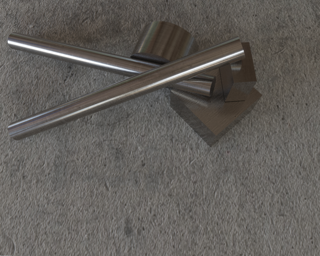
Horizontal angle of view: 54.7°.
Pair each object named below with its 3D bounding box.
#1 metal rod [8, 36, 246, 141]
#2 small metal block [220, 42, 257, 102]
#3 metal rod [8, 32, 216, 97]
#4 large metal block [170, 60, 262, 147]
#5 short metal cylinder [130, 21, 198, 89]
[{"bbox_3d":[-0.051,-0.041,0.367,0.301,0.025,0.025,-18,70,15],"label":"metal rod"},{"bbox_3d":[0.090,-0.065,0.365,0.025,0.050,0.050,-4,70,-1],"label":"small metal block"},{"bbox_3d":[-0.076,-0.089,0.410,0.301,0.025,0.025,16,70,17],"label":"metal rod"},{"bbox_3d":[0.070,-0.035,0.408,0.080,0.050,0.080,-40,75,-12],"label":"large metal block"},{"bbox_3d":[0.005,-0.096,0.417,0.080,0.080,0.050,20,71,6],"label":"short metal cylinder"}]
